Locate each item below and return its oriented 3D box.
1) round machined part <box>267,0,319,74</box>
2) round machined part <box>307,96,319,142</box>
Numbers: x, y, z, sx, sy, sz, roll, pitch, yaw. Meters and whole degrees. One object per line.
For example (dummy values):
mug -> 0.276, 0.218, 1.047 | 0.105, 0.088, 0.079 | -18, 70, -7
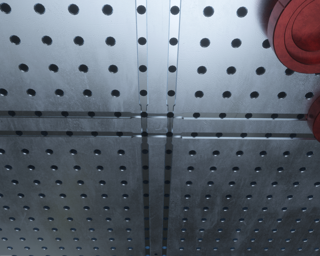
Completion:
round machined part -> 0.157, -0.107, 0.310 | 0.099, 0.042, 0.097 | 0, 130, 0
round machined part -> 0.246, -0.009, 0.394 | 0.099, 0.042, 0.097 | 0, 130, 0
